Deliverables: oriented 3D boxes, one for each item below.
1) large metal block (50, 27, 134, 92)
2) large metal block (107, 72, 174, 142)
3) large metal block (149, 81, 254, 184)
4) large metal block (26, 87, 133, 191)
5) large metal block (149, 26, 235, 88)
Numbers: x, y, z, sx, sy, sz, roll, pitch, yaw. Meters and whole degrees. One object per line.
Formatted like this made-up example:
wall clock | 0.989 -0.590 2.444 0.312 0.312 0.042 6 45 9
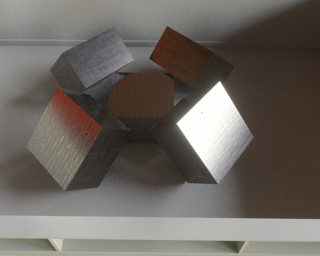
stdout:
large metal block | -0.096 -0.087 0.429 0.080 0.080 0.050 -38 103 -28
large metal block | -0.023 -0.028 0.409 0.080 0.050 0.080 1 50 0
large metal block | 0.049 0.006 0.353 0.080 0.050 0.080 -44 108 -31
large metal block | -0.092 0.012 0.349 0.080 0.050 0.080 39 104 27
large metal block | 0.046 -0.092 0.438 0.080 0.050 0.080 39 17 28
